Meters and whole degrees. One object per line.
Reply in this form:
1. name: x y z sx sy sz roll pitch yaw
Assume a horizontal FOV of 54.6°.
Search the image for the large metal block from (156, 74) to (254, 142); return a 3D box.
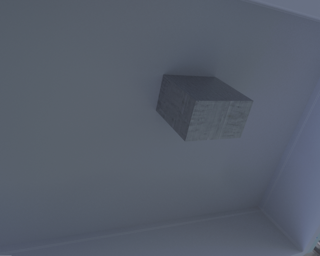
1. large metal block: 0.052 -0.027 0.384 0.081 0.080 0.050 -2 120 -27
